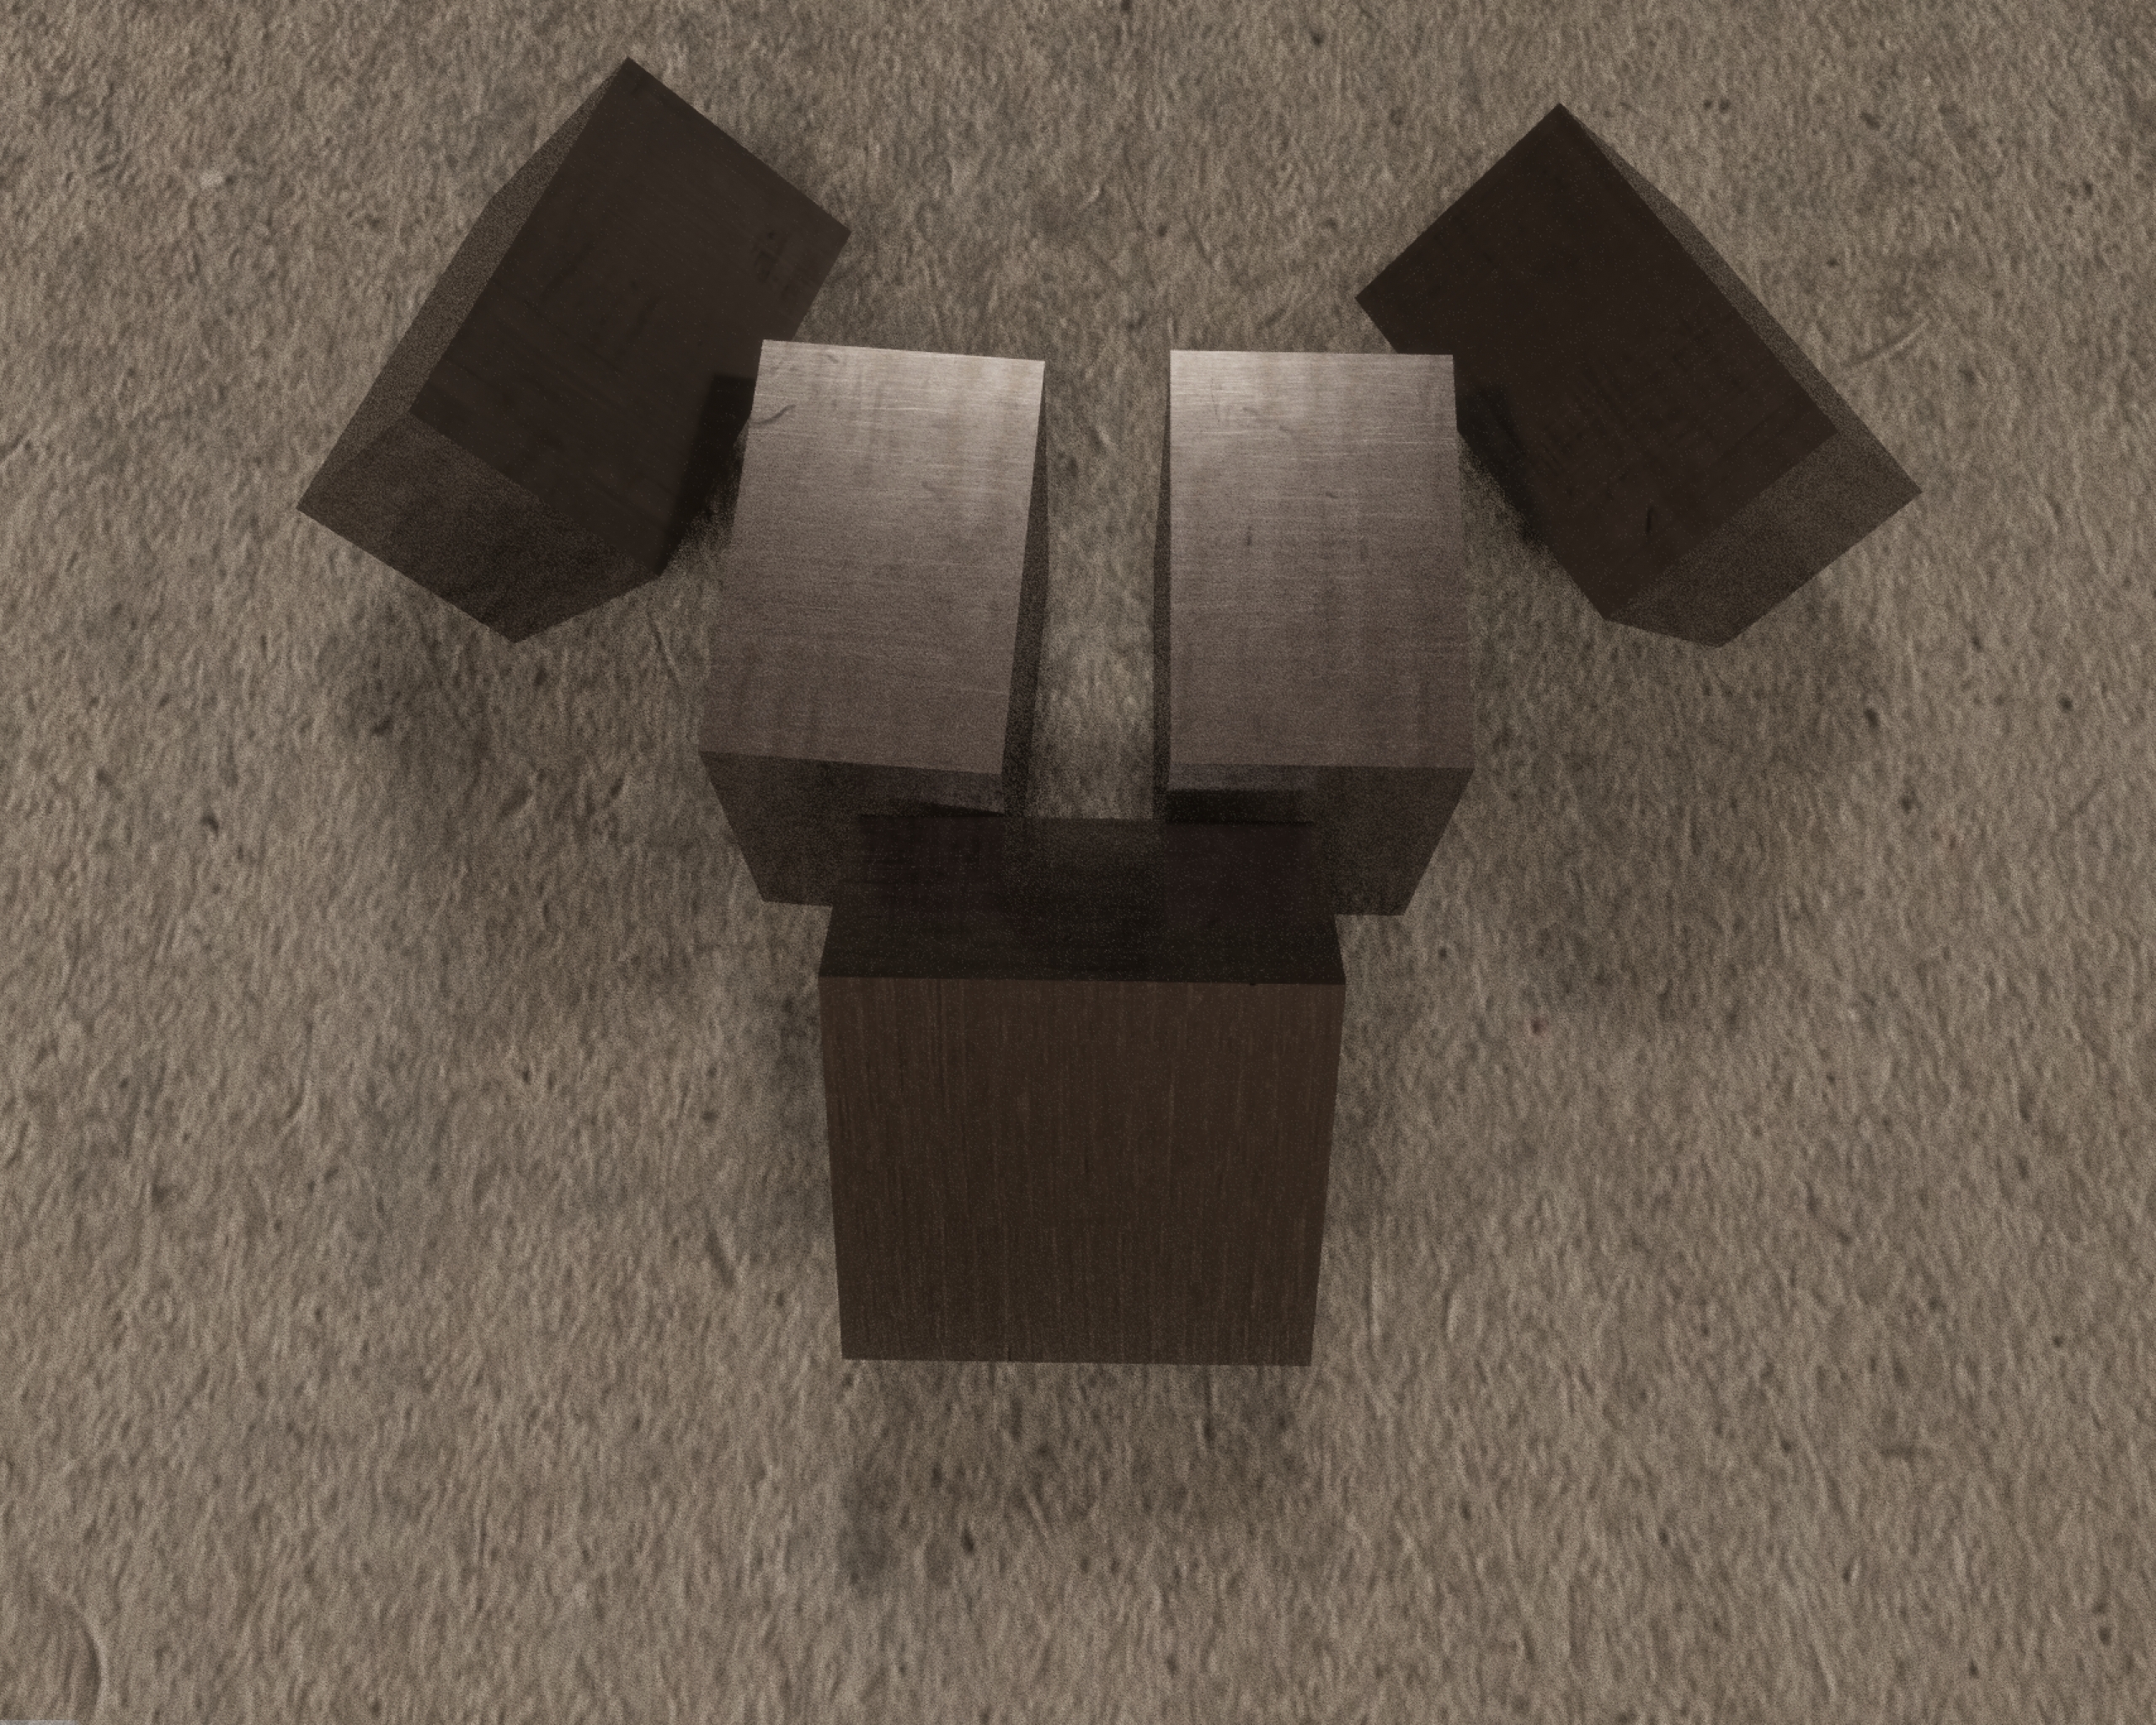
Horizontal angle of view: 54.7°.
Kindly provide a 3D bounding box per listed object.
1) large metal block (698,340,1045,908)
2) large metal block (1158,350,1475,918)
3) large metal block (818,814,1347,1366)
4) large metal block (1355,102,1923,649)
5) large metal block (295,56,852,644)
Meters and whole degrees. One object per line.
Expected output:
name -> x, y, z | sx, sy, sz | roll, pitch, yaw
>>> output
large metal block -> -0.034, -0.040, 0.395 | 0.050, 0.080, 0.080 | 5, 70, 1
large metal block -> 0.041, -0.040, 0.395 | 0.050, 0.080, 0.080 | 1, 70, 0
large metal block -> 0.001, 0.039, 0.359 | 0.081, 0.079, 0.050 | 1, 31, 0
large metal block -> 0.111, -0.091, 0.408 | 0.050, 0.080, 0.080 | -41, 71, 25
large metal block -> -0.099, -0.095, 0.404 | 0.050, 0.080, 0.080 | 34, 69, -27
